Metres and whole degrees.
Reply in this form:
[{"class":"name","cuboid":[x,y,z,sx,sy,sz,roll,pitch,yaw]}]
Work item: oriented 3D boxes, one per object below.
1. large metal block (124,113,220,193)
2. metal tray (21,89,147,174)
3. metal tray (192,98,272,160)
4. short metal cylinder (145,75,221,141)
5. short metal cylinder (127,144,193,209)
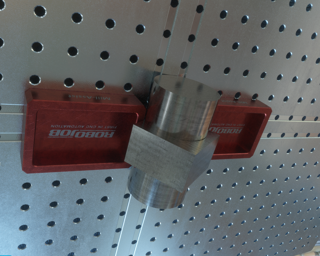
[{"class":"large metal block","cuboid":[0.017,0.024,0.381,0.080,0.080,0.050,-26,137,-57]},{"class":"metal tray","cuboid":[-0.089,0.005,0.362,0.131,0.030,0.089,1,118,-29]},{"class":"metal tray","cuboid":[0.096,0.002,0.461,0.131,0.030,0.089,1,118,-29]},{"class":"short metal cylinder","cuboid":[0.026,-0.026,0.373,0.081,0.080,0.050,1,118,-29]},{"class":"short metal cylinder","cuboid":[0.001,0.062,0.414,0.081,0.080,0.050,2,118,-29]}]
